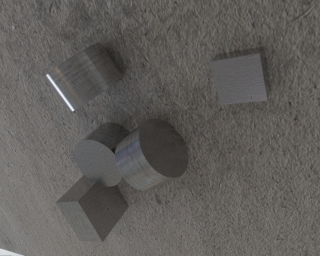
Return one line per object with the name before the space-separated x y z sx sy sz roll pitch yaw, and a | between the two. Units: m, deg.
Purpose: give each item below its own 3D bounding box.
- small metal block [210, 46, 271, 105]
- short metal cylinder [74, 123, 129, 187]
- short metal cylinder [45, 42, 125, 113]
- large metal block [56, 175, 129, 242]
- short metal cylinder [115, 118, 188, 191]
small metal block | 0.086 -0.054 0.328 0.050 0.025 0.050 -4 117 30
short metal cylinder | -0.077 0.039 0.456 0.080 0.050 0.079 13 124 21
short metal cylinder | -0.091 -0.062 0.381 0.080 0.080 0.050 -24 106 36
large metal block | -0.107 0.126 0.505 0.050 0.080 0.080 -12 113 33
short metal cylinder | -0.010 0.034 0.398 0.050 0.080 0.080 -34 99 38
